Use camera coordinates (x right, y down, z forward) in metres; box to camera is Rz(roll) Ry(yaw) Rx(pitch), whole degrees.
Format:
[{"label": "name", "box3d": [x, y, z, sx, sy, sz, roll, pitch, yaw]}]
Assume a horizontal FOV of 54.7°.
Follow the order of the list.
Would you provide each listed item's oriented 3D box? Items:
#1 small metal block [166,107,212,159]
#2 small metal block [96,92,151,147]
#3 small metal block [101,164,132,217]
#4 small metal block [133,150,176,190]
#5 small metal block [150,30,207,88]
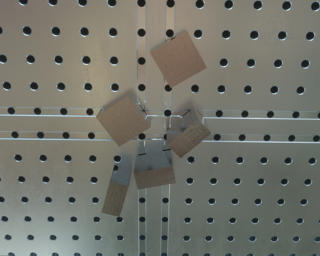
[{"label": "small metal block", "box3d": [0.036, 0.005, 0.403, 0.050, 0.050, 0.025, -41, 106, 13]}, {"label": "small metal block", "box3d": [-0.047, -0.012, 0.409, 0.050, 0.025, 0.050, -32, 107, 10]}, {"label": "small metal block", "box3d": [-0.060, 0.086, 0.431, 0.025, 0.050, 0.050, 15, 109, -6]}, {"label": "small metal block", "box3d": [-0.007, 0.056, 0.421, 0.050, 0.050, 0.025, -10, 110, 3]}, {"label": "small metal block", "box3d": [0.022, -0.085, 0.382, 0.050, 0.025, 0.050, -29, 108, 9]}]
